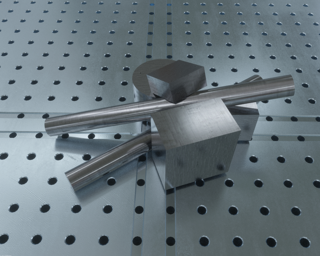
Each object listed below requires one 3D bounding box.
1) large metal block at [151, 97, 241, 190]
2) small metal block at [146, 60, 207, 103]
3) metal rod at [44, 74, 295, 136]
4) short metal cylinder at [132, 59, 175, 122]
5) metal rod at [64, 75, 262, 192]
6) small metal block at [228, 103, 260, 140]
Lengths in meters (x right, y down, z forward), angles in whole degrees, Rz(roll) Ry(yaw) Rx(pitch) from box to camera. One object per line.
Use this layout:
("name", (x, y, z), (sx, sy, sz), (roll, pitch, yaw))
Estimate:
("large metal block", (0.036, 0.019, 0.350), (0.081, 0.080, 0.050), (-14, 52, -12))
("small metal block", (0.020, -0.058, 0.376), (0.050, 0.025, 0.050), (-29, 33, -22))
("metal rod", (0.004, -0.025, 0.378), (0.301, 0.025, 0.025), (-9, 50, 9))
("short metal cylinder", (0.003, -0.051, 0.430), (0.081, 0.050, 0.080), (0, 49, 0))
("metal rod", (0.022, -0.003, 0.407), (0.302, 0.025, 0.025), (-28, 55, -22))
("small metal block", (0.094, -0.009, 0.395), (0.050, 0.050, 0.025), (-1, 50, 1))
